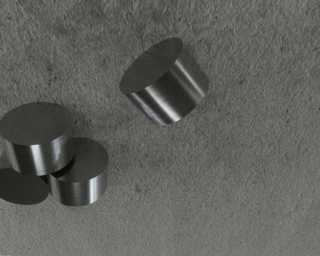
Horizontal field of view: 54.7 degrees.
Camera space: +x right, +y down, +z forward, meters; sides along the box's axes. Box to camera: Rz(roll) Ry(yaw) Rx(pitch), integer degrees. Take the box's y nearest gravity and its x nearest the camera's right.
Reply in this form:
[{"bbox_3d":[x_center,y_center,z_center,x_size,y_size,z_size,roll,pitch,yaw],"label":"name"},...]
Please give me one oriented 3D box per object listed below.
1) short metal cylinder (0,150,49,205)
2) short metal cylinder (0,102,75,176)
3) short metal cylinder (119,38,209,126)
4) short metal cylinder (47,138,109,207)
[{"bbox_3d":[-0.194,0.066,0.445,0.081,0.050,0.079,0,130,0],"label":"short metal cylinder"},{"bbox_3d":[-0.148,0.012,0.379,0.081,0.080,0.050,4,130,-4],"label":"short metal cylinder"},{"bbox_3d":[0.004,-0.049,0.329,0.080,0.080,0.050,-29,125,22],"label":"short metal cylinder"},{"bbox_3d":[-0.111,0.058,0.419,0.081,0.080,0.050,6,130,-5],"label":"short metal cylinder"}]
